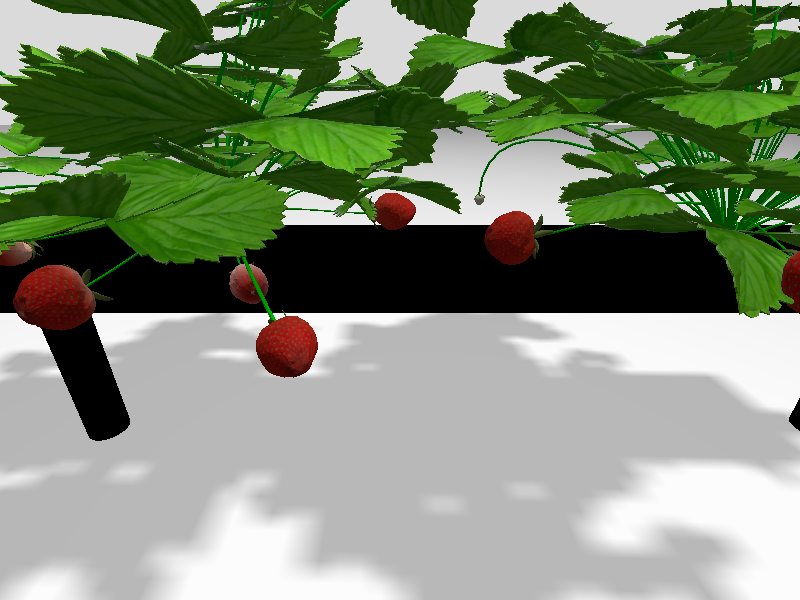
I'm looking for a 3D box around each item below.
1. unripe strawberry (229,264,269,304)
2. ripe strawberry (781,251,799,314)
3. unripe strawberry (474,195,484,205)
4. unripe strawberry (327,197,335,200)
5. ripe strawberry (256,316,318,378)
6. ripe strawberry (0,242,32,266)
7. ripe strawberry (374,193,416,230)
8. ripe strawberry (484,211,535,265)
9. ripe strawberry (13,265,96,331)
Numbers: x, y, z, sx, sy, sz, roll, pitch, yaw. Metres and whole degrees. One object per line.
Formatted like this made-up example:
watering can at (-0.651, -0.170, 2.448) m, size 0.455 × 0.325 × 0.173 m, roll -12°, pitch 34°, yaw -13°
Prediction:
unripe strawberry at (-0.092, -0.009, 0.244) m, size 0.022 × 0.025 × 0.024 m, roll -12°, pitch 29°, yaw -24°
ripe strawberry at (0.245, -0.008, 0.223) m, size 0.045 × 0.047 × 0.049 m, roll 8°, pitch 27°, yaw 17°
unripe strawberry at (0.091, -0.114, 0.458) m, size 0.011 × 0.011 × 0.011 m, roll 13°, pitch 28°, yaw 26°
unripe strawberry at (-0.090, -0.143, 0.537) m, size 0.019 × 0.017 × 0.017 m, roll 8°, pitch 14°, yaw 16°
ripe strawberry at (-0.049, 0.022, 0.177) m, size 0.027 × 0.028 × 0.029 m, roll -13°, pitch 29°, yaw -25°
ripe strawberry at (-0.304, -0.044, 0.305) m, size 0.036 × 0.037 × 0.033 m, roll -10°, pitch 27°, yaw -18°
ripe strawberry at (-0.005, -0.089, 0.397) m, size 0.042 × 0.036 × 0.042 m, roll -7°, pitch 26°, yaw -16°
ripe strawberry at (0.083, -0.047, 0.308) m, size 0.039 × 0.040 × 0.035 m, roll -7°, pitch 26°, yaw -12°
ripe strawberry at (-0.186, 0.000, 0.214) m, size 0.031 × 0.035 × 0.033 m, roll 5°, pitch 26°, yaw 10°
